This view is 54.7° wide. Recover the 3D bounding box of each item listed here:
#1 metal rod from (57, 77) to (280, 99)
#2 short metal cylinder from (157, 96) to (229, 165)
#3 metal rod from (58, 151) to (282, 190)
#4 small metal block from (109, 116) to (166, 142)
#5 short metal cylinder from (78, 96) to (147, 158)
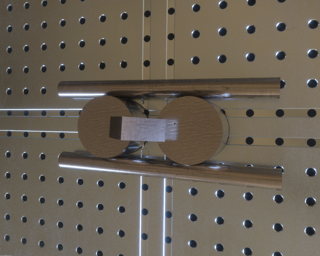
[{"bbox_3d":[-0.002,-0.052,0.410,0.301,0.025,0.025,2,91,19],"label":"metal rod"},{"bbox_3d":[0.041,0.003,0.381,0.080,0.050,0.079,0,90,20],"label":"short metal cylinder"},{"bbox_3d":[-0.001,0.053,0.409,0.301,0.025,0.025,3,91,19],"label":"metal rod"},{"bbox_3d":[-0.027,0.001,0.356,0.050,0.050,0.025,3,91,-23],"label":"small metal block"},{"bbox_3d":[-0.062,-0.002,0.418,0.080,0.050,0.079,0,90,20],"label":"short metal cylinder"}]
